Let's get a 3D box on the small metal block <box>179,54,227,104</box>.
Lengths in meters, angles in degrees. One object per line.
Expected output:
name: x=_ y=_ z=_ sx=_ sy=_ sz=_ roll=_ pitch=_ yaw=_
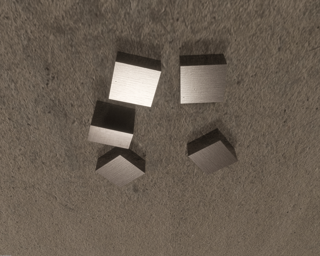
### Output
small metal block: x=0.048 y=-0.057 z=0.360 sx=0.050 sy=0.025 sz=0.050 roll=-2 pitch=130 yaw=1

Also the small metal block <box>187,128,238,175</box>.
small metal block: x=0.074 y=0.035 z=0.438 sx=0.050 sy=0.025 sz=0.050 roll=-30 pitch=125 yaw=22

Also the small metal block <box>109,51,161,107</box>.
small metal block: x=-0.029 y=-0.056 z=0.359 sx=0.050 sy=0.025 sz=0.050 roll=11 pitch=129 yaw=-10

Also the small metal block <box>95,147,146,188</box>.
small metal block: x=-0.057 y=0.055 z=0.454 sx=0.050 sy=0.025 sz=0.050 roll=-33 pitch=123 yaw=24

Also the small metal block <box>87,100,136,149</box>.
small metal block: x=-0.059 y=-0.005 z=0.386 sx=0.050 sy=0.050 sz=0.025 roll=13 pitch=129 yaw=-11
